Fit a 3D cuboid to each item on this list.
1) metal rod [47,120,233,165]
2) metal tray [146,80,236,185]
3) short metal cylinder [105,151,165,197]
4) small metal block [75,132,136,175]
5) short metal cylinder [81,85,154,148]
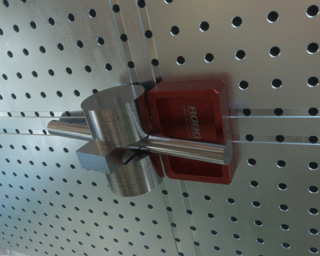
[{"bbox_3d":[-0.050,0.013,0.416,0.300,0.025,0.025,7,122,35],"label":"metal rod"},{"bbox_3d":[0.042,0.007,0.390,0.090,0.030,0.129,1,119,27],"label":"metal tray"},{"bbox_3d":[-0.038,0.049,0.425,0.080,0.080,0.050,2,119,27],"label":"short metal cylinder"},{"bbox_3d":[-0.067,0.030,0.387,0.050,0.050,0.025,6,121,35],"label":"small metal block"},{"bbox_3d":[-0.053,-0.017,0.391,0.080,0.080,0.050,1,119,28],"label":"short metal cylinder"}]
